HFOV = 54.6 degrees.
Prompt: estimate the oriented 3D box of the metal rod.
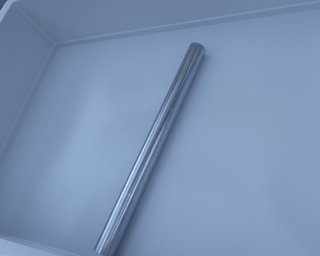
[{"bbox_3d":[-0.005,0.014,0.400,0.025,0.025,0.300,12,68,33],"label":"metal rod"}]
